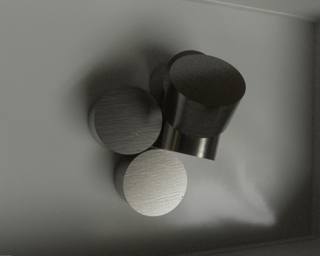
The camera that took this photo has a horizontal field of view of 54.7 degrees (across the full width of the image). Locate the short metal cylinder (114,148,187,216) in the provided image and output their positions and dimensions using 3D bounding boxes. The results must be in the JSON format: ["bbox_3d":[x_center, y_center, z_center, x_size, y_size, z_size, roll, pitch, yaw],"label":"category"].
[{"bbox_3d":[-0.013,0.065,0.391,0.081,0.050,0.079,0,90,-21],"label":"short metal cylinder"}]

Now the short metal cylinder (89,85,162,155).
[{"bbox_3d":[-0.044,-0.009,0.379,0.081,0.050,0.079,0,90,-21],"label":"short metal cylinder"}]

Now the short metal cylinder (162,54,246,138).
[{"bbox_3d":[0.046,-0.036,0.339,0.081,0.050,0.080,6,50,-7],"label":"short metal cylinder"}]

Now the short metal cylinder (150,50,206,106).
[{"bbox_3d":[0.033,-0.057,0.409,0.081,0.050,0.079,0,90,-21],"label":"short metal cylinder"}]

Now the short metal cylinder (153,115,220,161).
[{"bbox_3d":[0.035,0.009,0.394,0.081,0.080,0.050,14,85,-20],"label":"short metal cylinder"}]
